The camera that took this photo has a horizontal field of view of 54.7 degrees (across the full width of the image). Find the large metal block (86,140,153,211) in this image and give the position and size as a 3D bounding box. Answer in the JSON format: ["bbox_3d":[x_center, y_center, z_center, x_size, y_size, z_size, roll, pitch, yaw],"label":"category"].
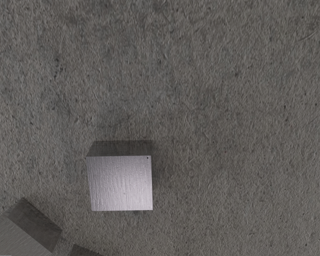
[{"bbox_3d":[-0.051,0.063,0.419,0.080,0.050,0.079,-1,110,0],"label":"large metal block"}]

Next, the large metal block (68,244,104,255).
[{"bbox_3d":[-0.119,0.242,0.485,0.080,0.050,0.080,27,108,-10],"label":"large metal block"}]

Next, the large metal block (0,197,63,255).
[{"bbox_3d":[-0.208,0.163,0.455,0.080,0.050,0.080,-39,106,13],"label":"large metal block"}]
